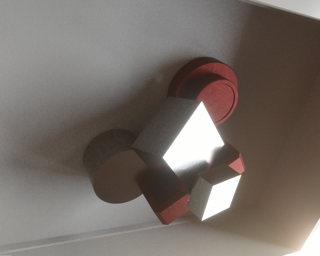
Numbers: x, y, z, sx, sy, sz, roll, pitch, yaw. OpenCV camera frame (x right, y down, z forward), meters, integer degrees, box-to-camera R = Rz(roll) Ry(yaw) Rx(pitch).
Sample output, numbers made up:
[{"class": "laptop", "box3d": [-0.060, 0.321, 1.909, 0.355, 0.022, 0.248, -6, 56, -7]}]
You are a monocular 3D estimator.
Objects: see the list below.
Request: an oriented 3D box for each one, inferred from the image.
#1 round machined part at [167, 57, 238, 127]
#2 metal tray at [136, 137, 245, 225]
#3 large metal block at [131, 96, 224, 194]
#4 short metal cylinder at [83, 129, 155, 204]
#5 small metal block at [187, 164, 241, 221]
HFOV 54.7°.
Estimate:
[{"class": "round machined part", "box3d": [0.062, -0.040, 0.407, 0.099, 0.042, 0.097, -14, 125, -21]}, {"class": "metal tray", "box3d": [0.036, 0.058, 0.421, 0.131, 0.090, 0.030, -33, 128, -7]}, {"class": "large metal block", "box3d": [0.025, 0.021, 0.372, 0.080, 0.050, 0.080, -54, 133, -22]}, {"class": "short metal cylinder", "box3d": [-0.051, 0.048, 0.393, 0.081, 0.050, 0.079, -14, 125, -21]}, {"class": "small metal block", "box3d": [0.064, 0.075, 0.366, 0.050, 0.025, 0.050, -11, 124, -39]}]
